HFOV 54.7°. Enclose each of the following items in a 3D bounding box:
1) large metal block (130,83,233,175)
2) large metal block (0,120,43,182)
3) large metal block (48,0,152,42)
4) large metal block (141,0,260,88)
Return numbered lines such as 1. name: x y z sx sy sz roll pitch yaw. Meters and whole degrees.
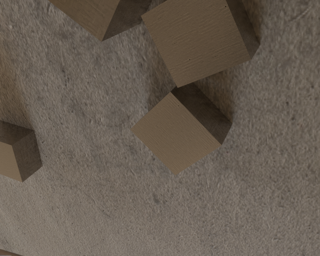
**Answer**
1. large metal block: 0.025 -0.002 0.375 0.080 0.050 0.080 46 129 -4
2. large metal block: -0.266 0.040 0.553 0.080 0.050 0.079 14 124 20
3. large metal block: -0.059 -0.142 0.313 0.080 0.080 0.050 38 129 2
4. large metal block: 0.042 -0.097 0.308 0.080 0.050 0.080 -17 110 34
